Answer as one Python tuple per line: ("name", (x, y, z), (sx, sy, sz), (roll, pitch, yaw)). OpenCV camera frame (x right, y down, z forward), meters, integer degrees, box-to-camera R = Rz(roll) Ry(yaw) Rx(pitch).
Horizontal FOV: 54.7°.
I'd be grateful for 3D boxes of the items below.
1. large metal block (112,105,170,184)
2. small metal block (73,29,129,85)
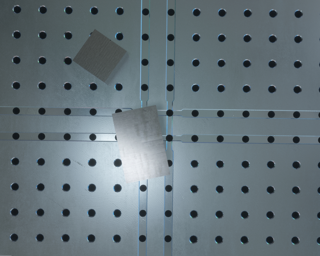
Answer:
("large metal block", (-0.021, 0.018, 0.386), (0.050, 0.080, 0.080), (-12, 90, 0))
("small metal block", (-0.078, -0.093, 0.413), (0.050, 0.025, 0.050), (35, 90, 0))
